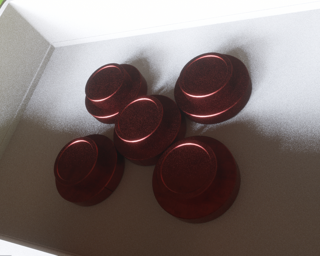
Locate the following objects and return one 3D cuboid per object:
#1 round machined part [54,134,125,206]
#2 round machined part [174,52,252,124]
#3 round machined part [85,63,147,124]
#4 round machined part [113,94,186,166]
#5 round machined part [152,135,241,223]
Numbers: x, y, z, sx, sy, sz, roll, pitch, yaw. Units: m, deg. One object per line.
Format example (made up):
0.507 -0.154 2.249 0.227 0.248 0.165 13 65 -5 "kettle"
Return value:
-0.100 0.051 0.413 0.098 0.042 0.098 -13 56 20 "round machined part"
0.063 -0.057 0.394 0.098 0.042 0.098 -13 56 20 "round machined part"
-0.072 -0.058 0.465 0.098 0.042 0.098 -13 56 20 "round machined part"
-0.019 -0.003 0.403 0.098 0.042 0.098 -13 56 20 "round machined part"
0.035 0.051 0.342 0.098 0.042 0.098 -13 56 20 "round machined part"
